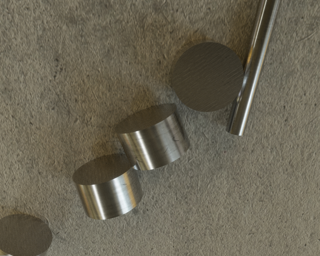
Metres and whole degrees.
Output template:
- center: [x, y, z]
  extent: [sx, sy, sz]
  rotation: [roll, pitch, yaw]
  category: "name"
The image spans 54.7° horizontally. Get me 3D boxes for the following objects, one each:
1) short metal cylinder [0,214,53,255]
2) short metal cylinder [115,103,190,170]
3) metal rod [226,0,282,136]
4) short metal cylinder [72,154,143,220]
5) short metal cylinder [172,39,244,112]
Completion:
- center: [-0.202, 0.170, 0.441]
  extent: [0.080, 0.080, 0.050]
  rotation: [25, 108, -9]
  category: "short metal cylinder"
- center: [-0.009, 0.009, 0.384]
  extent: [0.080, 0.080, 0.050]
  rotation: [-19, 109, 7]
  category: "short metal cylinder"
- center: [0.125, -0.133, 0.362]
  extent: [0.025, 0.025, 0.298]
  rotation: [9, 110, -4]
  category: "metal rod"
- center: [-0.068, 0.074, 0.407]
  extent: [0.080, 0.080, 0.050]
  rotation: [-12, 110, 4]
  category: "short metal cylinder"
- center: [0.054, -0.065, 0.373]
  extent: [0.081, 0.050, 0.079]
  rotation: [0, 110, 0]
  category: "short metal cylinder"
